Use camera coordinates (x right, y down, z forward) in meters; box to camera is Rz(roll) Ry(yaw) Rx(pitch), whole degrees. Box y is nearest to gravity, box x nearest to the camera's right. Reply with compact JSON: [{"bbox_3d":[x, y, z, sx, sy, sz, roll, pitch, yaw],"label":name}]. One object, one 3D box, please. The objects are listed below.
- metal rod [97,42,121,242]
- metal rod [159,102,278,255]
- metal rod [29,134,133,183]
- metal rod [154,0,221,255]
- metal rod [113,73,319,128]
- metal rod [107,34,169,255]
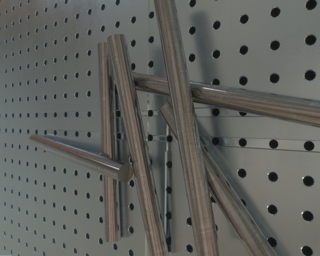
[{"bbox_3d":[-0.078,0.020,0.474,0.025,0.025,0.298,-4,87,40],"label":"metal rod"},{"bbox_3d":[0.082,0.091,0.342,0.025,0.025,0.299,-46,63,30],"label":"metal rod"},{"bbox_3d":[-0.147,0.041,0.509,0.300,0.025,0.025,10,96,46],"label":"metal rod"},{"bbox_3d":[0.029,-0.010,0.352,0.025,0.025,0.299,-16,80,39],"label":"metal rod"},{"bbox_3d":[0.053,-0.040,0.366,0.300,0.025,0.025,16,100,39],"label":"metal rod"},{"bbox_3d":[-0.029,0.025,0.413,0.025,0.025,0.299,-12,89,39],"label":"metal rod"}]
